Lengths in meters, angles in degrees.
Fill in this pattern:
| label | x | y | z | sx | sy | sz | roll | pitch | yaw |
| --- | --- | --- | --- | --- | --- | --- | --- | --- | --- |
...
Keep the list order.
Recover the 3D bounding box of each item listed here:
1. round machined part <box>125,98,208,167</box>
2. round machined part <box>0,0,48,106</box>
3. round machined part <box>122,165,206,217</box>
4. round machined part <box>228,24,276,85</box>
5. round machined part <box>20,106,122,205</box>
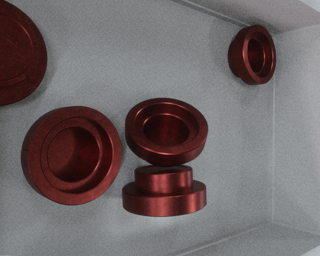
| label | x | y | z | sx | sy | sz | roll | pitch | yaw |
| --- | --- | --- | --- | --- | --- | --- | --- | --- | --- |
| round machined part | 0.006 | 0.009 | 0.379 | 0.099 | 0.098 | 0.042 | -34 | 147 | -35 |
| round machined part | -0.148 | -0.068 | 0.272 | 0.099 | 0.042 | 0.097 | 0 | 90 | -40 |
| round machined part | 0.005 | 0.068 | 0.365 | 0.099 | 0.098 | 0.042 | -4 | 93 | -40 |
| round machined part | 0.153 | -0.121 | 0.526 | 0.099 | 0.042 | 0.097 | 0 | 90 | -40 |
| round machined part | -0.092 | 0.027 | 0.320 | 0.099 | 0.042 | 0.097 | 0 | 90 | -40 |
